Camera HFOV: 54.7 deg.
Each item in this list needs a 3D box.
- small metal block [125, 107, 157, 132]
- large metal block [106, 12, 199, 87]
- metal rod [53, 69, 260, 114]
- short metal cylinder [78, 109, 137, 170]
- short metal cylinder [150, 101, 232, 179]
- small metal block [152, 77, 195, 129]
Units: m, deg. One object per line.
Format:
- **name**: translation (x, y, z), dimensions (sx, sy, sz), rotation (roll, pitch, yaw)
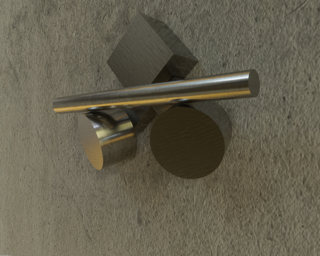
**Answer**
- **small metal block**: translation (-0.031, -0.030, 0.432), dimensions (0.050, 0.025, 0.050), rotation (-50, 61, 27)
- **large metal block**: translation (-0.012, -0.085, 0.397), dimensions (0.080, 0.050, 0.080), rotation (-50, 61, 28)
- **metal rod**: translation (-0.033, -0.036, 0.366), dimensions (0.300, 0.025, 0.025), rotation (-1, 89, 40)
- **short metal cylinder**: translation (-0.075, 0.012, 0.433), dimensions (0.080, 0.050, 0.079), rotation (35, 135, 45)
- **short metal cylinder**: translation (0.035, 0.009, 0.343), dimensions (0.080, 0.050, 0.079), rotation (7, 110, 19)
- **small metal block**: translation (0.024, -0.027, 0.386), dimensions (0.050, 0.025, 0.050), rotation (-51, 61, 28)
